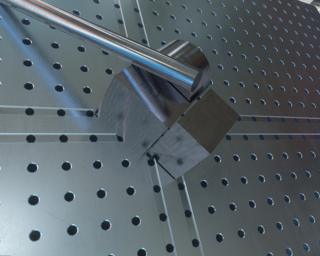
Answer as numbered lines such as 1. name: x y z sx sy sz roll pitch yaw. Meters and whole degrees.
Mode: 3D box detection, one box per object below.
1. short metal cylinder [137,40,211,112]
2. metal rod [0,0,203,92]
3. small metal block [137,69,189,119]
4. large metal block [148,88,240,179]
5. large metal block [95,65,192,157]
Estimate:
1. short metal cylinder: 0.017 -0.064 0.389 0.080 0.080 0.050 45 51 2
2. metal rod: -0.090 -0.115 0.364 0.301 0.025 0.025 27 49 16
3. small metal block: 0.005 -0.049 0.443 0.050 0.025 0.050 41 51 -1
4. large metal block: 0.042 0.008 0.390 0.050 0.080 0.080 45 51 2
5. large metal block: -0.023 -0.023 0.377 0.080 0.080 0.050 44 51 2
